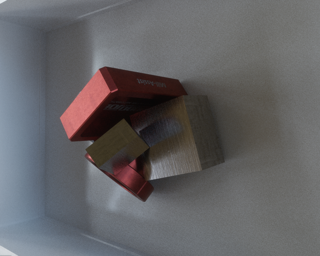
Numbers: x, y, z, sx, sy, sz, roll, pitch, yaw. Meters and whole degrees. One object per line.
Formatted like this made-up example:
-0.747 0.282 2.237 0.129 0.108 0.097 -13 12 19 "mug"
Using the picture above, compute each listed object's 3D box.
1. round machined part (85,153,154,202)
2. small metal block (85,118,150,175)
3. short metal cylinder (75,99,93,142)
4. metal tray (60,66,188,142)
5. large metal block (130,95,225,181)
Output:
-0.046 0.050 0.405 0.098 0.098 0.042 26 71 36 "round machined part"
-0.044 0.022 0.334 0.050 0.050 0.025 -39 70 -2 "small metal block"
-0.075 -0.016 0.428 0.050 0.081 0.079 28 108 36 "short metal cylinder"
-0.037 -0.024 0.364 0.090 0.131 0.030 -42 66 31 "metal tray"
0.019 0.012 0.362 0.080 0.050 0.080 -18 83 38 "large metal block"
